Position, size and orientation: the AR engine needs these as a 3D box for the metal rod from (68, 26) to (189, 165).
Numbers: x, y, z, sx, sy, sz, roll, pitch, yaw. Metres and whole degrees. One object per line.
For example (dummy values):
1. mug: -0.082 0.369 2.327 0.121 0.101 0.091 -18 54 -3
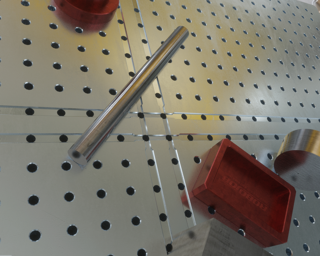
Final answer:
1. metal rod: -0.026 -0.065 0.435 0.025 0.025 0.301 37 51 -4

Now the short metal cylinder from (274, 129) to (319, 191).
1. short metal cylinder: 0.219 0.048 0.465 0.080 0.080 0.050 41 51 -1

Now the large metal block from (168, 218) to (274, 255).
1. large metal block: 0.059 0.144 0.318 0.080 0.080 0.050 34 51 -7

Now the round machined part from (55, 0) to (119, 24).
1. round machined part: -0.108 -0.209 0.467 0.099 0.042 0.098 14 56 -21

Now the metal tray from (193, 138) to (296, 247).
1. metal tray: 0.117 0.085 0.418 0.130 0.030 0.090 36 51 -5
